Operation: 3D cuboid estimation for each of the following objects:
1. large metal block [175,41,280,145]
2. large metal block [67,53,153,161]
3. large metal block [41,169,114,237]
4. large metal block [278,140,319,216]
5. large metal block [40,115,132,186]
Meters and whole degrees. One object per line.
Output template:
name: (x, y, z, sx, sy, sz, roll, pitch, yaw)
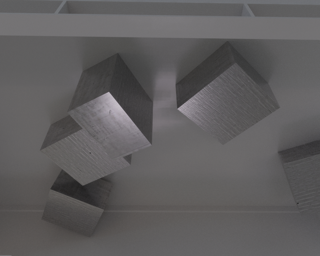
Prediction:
large metal block: (0.076, -0.038, 0.361, 0.080, 0.050, 0.080, 36, 121, -27)
large metal block: (-0.050, -0.024, 0.352, 0.050, 0.080, 0.080, -23, 127, 18)
large metal block: (-0.128, 0.115, 0.480, 0.080, 0.050, 0.079, 23, 127, -7)
large metal block: (0.220, 0.065, 0.429, 0.080, 0.050, 0.080, -19, 100, 15)
large metal block: (-0.093, 0.022, 0.410, 0.080, 0.050, 0.080, -25, 126, 20)
